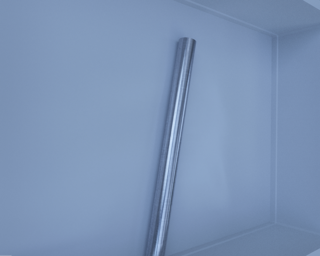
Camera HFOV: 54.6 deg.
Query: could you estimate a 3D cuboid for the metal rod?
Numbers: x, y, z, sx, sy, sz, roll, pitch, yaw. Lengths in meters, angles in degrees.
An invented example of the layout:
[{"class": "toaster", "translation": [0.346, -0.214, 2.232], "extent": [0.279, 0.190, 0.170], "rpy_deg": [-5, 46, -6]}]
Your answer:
[{"class": "metal rod", "translation": [0.016, 0.024, 0.418], "extent": [0.025, 0.025, 0.299], "rpy_deg": [15, 81, -39]}]
